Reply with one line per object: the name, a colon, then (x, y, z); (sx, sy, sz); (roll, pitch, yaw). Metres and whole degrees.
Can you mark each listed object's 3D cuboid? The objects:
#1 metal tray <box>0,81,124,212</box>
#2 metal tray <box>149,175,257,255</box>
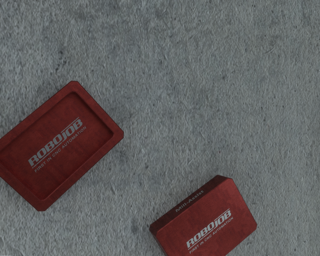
metal tray: (-0.119, 0.019, 0.362); (0.130, 0.030, 0.090); (-44, 104, -15)
metal tray: (0.062, 0.138, 0.430); (0.131, 0.030, 0.090); (-33, 101, -17)
